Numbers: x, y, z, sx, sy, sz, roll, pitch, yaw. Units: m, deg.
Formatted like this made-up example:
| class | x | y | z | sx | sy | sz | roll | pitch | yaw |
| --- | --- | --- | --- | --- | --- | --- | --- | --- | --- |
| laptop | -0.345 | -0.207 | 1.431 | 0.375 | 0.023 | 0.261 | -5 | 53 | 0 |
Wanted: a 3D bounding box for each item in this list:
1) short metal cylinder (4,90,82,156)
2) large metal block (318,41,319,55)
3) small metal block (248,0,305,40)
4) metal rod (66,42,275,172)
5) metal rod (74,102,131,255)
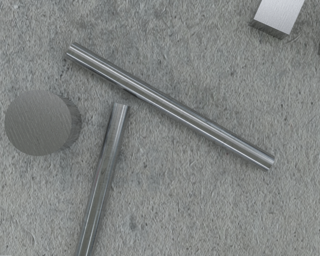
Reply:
| class | x | y | z | sx | sy | sz | roll | pitch | yaw |
| --- | --- | --- | --- | --- | --- | --- | --- | --- | --- |
| short metal cylinder | -0.146 | -0.006 | 0.396 | 0.081 | 0.050 | 0.080 | 0 | 90 | 0 |
| large metal block | 0.262 | -0.133 | 0.400 | 0.080 | 0.050 | 0.080 | 9 | 90 | 0 |
| small metal block | 0.154 | -0.153 | 0.411 | 0.050 | 0.025 | 0.050 | 24 | 90 | 0 |
| metal rod | 0.014 | -0.027 | 0.410 | 0.301 | 0.025 | 0.025 | 30 | 90 | 0 |
| metal rod | -0.087 | 0.114 | 0.409 | 0.025 | 0.025 | 0.298 | 14 | 90 | 0 |
